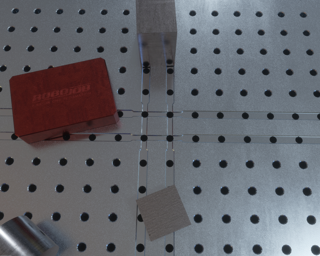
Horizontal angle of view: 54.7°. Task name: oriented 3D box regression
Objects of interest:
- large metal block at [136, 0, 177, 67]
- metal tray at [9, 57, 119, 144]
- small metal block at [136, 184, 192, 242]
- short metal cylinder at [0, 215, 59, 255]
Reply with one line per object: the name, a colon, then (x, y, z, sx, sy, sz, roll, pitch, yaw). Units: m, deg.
large metal block: (-0.006, -0.142, 0.434, 0.050, 0.080, 0.080, -3, 70, -1)
metal tray: (-0.130, -0.039, 0.422, 0.131, 0.030, 0.090, -14, 71, -5)
small metal block: (0.004, 0.103, 0.374, 0.050, 0.025, 0.050, -21, 71, -8)
short metal cylinder: (-0.157, 0.142, 0.330, 0.050, 0.080, 0.080, 37, 74, 12)
